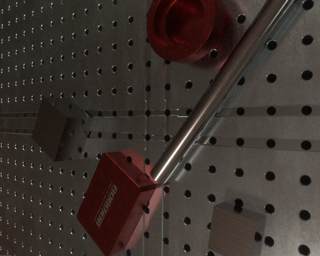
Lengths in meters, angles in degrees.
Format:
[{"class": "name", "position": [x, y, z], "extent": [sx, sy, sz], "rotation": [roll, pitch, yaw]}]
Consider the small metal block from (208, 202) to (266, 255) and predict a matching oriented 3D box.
[{"class": "small metal block", "position": [0.084, 0.115, 0.339], "extent": [0.050, 0.025, 0.050], "rotation": [11, 97, 39]}]

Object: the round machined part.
[{"class": "round machined part", "position": [0.034, -0.126, 0.369], "extent": [0.098, 0.042, 0.097], "rotation": [0, 90, 39]}]

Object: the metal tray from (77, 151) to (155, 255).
[{"class": "metal tray", "position": [-0.070, 0.112, 0.461], "extent": [0.090, 0.030, 0.129], "rotation": [39, 113, 33]}]

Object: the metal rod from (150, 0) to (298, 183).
[{"class": "metal rod", "position": [0.072, -0.050, 0.348], "extent": [0.025, 0.025, 0.298], "rotation": [47, 118, 29]}]

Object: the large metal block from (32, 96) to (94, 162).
[{"class": "large metal block", "position": [-0.168, 0.001, 0.528], "extent": [0.080, 0.050, 0.079], "rotation": [34, 111, 34]}]
